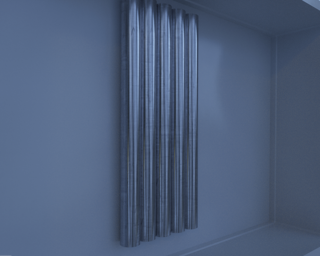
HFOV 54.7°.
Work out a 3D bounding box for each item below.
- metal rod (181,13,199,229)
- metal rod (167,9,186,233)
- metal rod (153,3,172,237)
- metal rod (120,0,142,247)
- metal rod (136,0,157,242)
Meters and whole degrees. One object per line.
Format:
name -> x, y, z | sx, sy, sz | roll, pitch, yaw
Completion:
metal rod -> 0.042, -0.009, 0.440 | 0.025, 0.025, 0.298 | 0, 90, -40
metal rod -> 0.022, -0.010, 0.423 | 0.025, 0.025, 0.298 | 0, 90, -40
metal rod -> 0.003, -0.010, 0.407 | 0.025, 0.025, 0.298 | 0, 90, -40
metal rod -> -0.035, -0.009, 0.375 | 0.025, 0.025, 0.298 | 0, 90, -40
metal rod -> -0.017, -0.010, 0.390 | 0.025, 0.025, 0.298 | 0, 90, -40
